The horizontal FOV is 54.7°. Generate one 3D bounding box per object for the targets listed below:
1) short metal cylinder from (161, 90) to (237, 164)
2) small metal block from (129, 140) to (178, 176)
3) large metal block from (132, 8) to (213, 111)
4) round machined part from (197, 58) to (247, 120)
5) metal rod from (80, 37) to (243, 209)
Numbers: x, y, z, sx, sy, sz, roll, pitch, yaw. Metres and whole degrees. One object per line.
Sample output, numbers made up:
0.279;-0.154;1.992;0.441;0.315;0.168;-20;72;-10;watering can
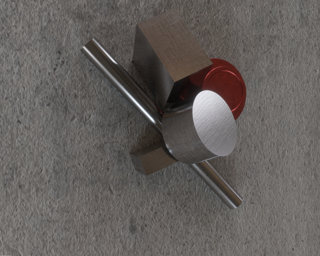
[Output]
0.049;0.000;0.376;0.080;0.050;0.080;18;62;-38;short metal cylinder
-0.007;0.036;0.396;0.050;0.050;0.025;-23;97;-19;small metal block
0.010;-0.079;0.374;0.050;0.080;0.080;-28;78;-17;large metal block
0.080;-0.049;0.431;0.099;0.042;0.097;0;90;-21;round machined part
0.011;0.003;0.416;0.025;0.025;0.300;-47;105;-14;metal rod
